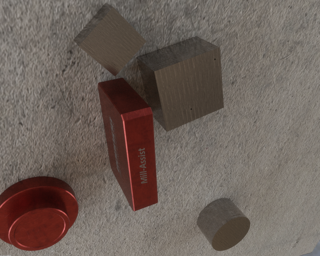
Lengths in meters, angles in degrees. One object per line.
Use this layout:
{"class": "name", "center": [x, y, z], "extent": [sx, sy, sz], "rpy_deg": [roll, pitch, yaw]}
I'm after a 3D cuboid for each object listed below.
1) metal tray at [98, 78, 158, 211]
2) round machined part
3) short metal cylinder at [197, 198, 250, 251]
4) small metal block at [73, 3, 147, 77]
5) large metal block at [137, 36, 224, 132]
{"class": "metal tray", "center": [-0.037, 0.019, 0.356], "extent": [0.030, 0.090, 0.129], "rpy_deg": [-16, 125, -20]}
{"class": "round machined part", "center": [-0.150, 0.112, 0.383], "extent": [0.099, 0.042, 0.097], "rpy_deg": [-14, 124, -21]}
{"class": "short metal cylinder", "center": [0.115, 0.174, 0.562], "extent": [0.081, 0.050, 0.079], "rpy_deg": [-14, 124, -21]}
{"class": "small metal block", "center": [-0.052, -0.091, 0.322], "extent": [0.050, 0.025, 0.050], "rpy_deg": [-47, 129, 5]}
{"class": "large metal block", "center": [0.026, -0.054, 0.372], "extent": [0.081, 0.050, 0.080], "rpy_deg": [-23, 127, -15]}
